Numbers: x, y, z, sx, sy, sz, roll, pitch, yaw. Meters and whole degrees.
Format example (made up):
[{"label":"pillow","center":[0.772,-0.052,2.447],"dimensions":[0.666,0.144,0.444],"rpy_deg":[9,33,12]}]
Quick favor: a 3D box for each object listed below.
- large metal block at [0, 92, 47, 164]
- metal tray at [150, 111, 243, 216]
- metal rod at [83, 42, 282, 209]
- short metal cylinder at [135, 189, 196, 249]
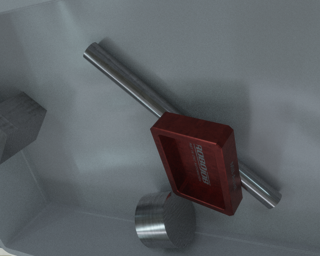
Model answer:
[{"label":"large metal block","center":[-0.238,0.000,0.495],"dimensions":[0.050,0.080,0.080],"rpy_deg":[39,129,1]},{"label":"metal tray","center":[0.047,0.045,0.376],"dimensions":[0.090,0.030,0.129],"rpy_deg":[14,140,34]},{"label":"metal rod","center":[0.028,-0.003,0.390],"dimensions":[0.300,0.025,0.025],"rpy_deg":[39,129,1]},{"label":"short metal cylinder","center":[0.009,0.132,0.448],"dimensions":[0.050,0.080,0.080],"rpy_deg":[-17,110,34]}]
